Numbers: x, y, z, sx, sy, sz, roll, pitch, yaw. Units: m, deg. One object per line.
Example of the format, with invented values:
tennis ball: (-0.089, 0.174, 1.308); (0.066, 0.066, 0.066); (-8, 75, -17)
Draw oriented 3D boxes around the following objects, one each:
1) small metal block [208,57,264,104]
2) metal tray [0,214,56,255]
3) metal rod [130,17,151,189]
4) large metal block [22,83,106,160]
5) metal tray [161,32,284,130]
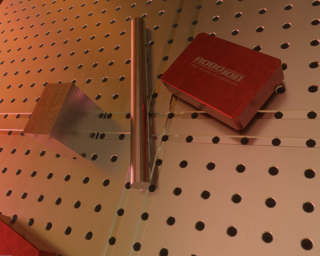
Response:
small metal block: (0.098, -0.056, 0.391); (0.050, 0.025, 0.050); (-45, 51, -3)
metal tray: (-0.207, 0.176, 0.403); (0.130, 0.030, 0.090); (17, 70, 34)
metal rod: (-0.031, -0.056, 0.456); (0.025, 0.025, 0.299); (-16, 55, 19)
large metal block: (-0.134, -0.009, 0.447); (0.050, 0.080, 0.080); (3, 63, 29)
metal tray: (0.075, -0.065, 0.395); (0.130, 0.030, 0.090); (35, 81, 38)
